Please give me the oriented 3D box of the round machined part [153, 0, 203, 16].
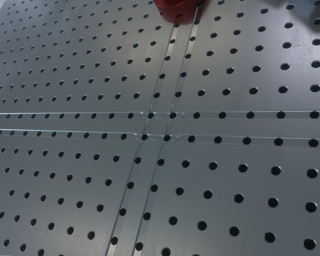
[{"bbox_3d":[0.031,-0.244,0.531,0.098,0.042,0.098,-13,56,21],"label":"round machined part"}]
